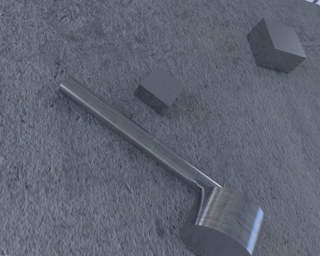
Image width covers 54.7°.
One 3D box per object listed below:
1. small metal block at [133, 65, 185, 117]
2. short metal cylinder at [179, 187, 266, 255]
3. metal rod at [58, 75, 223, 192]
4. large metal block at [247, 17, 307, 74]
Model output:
[{"bbox_3d":[-0.001,-0.053,0.436,0.050,0.025,0.050,38,51,-3],"label":"small metal block"},{"bbox_3d":[0.068,0.110,0.338,0.080,0.080,0.050,38,51,-3],"label":"short metal cylinder"},{"bbox_3d":[0.006,0.035,0.385,0.301,0.025,0.025,36,51,-4],"label":"metal rod"},{"bbox_3d":[0.227,-0.160,0.608,0.081,0.050,0.080,7,59,-24],"label":"large metal block"}]
